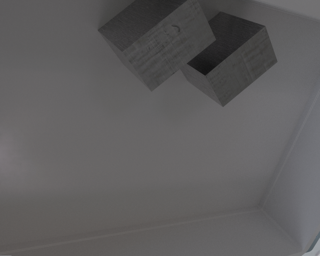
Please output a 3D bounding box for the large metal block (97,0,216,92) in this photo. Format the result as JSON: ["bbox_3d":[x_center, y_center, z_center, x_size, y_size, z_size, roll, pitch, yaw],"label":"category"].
[{"bbox_3d":[-0.006,-0.094,0.312,0.080,0.080,0.050,-39,129,-2],"label":"large metal block"}]

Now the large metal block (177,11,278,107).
[{"bbox_3d":[0.072,-0.083,0.361,0.080,0.080,0.050,-40,129,-1],"label":"large metal block"}]
